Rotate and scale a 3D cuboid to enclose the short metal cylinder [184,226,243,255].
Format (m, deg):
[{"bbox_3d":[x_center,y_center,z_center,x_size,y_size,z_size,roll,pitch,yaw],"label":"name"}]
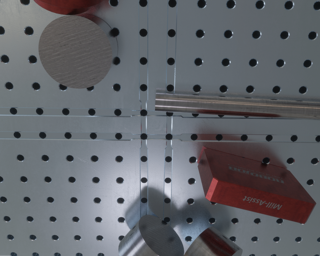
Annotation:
[{"bbox_3d":[0.074,0.191,0.448,0.050,0.081,0.079,34,113,34],"label":"short metal cylinder"}]

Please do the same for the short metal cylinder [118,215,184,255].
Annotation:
[{"bbox_3d":[-0.012,0.174,0.448,0.080,0.080,0.050,35,106,-12],"label":"short metal cylinder"}]

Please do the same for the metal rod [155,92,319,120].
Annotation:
[{"bbox_3d":[0.145,-0.026,0.404,0.302,0.025,0.025,3,110,-2],"label":"metal rod"}]

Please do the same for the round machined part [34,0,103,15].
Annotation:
[{"bbox_3d":[-0.102,-0.158,0.326,0.099,0.098,0.042,20,144,-7],"label":"round machined part"}]

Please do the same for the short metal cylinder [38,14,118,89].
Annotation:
[{"bbox_3d":[-0.093,-0.091,0.364,0.081,0.050,0.079,0,113,-1],"label":"short metal cylinder"}]

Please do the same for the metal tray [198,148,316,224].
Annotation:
[{"bbox_3d":[0.120,0.073,0.406,0.131,0.090,0.030,15,110,-6],"label":"metal tray"}]
